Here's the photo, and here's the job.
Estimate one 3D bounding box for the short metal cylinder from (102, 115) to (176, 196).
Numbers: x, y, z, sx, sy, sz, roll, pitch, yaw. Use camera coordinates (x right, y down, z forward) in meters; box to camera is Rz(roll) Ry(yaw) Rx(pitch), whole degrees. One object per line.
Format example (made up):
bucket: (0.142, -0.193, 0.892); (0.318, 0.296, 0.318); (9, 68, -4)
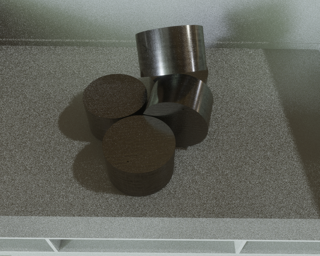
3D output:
short metal cylinder: (-0.023, 0.031, 0.359); (0.081, 0.050, 0.080); (0, 50, 0)

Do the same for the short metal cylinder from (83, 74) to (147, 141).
short metal cylinder: (-0.056, -0.026, 0.407); (0.081, 0.050, 0.080); (0, 50, 0)

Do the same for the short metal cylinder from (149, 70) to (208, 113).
short metal cylinder: (0.025, -0.062, 0.439); (0.081, 0.050, 0.080); (0, 50, 0)

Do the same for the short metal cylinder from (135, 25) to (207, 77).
short metal cylinder: (0.014, -0.091, 0.372); (0.080, 0.050, 0.080); (-7, 10, 1)

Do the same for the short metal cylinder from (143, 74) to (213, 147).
short metal cylinder: (0.023, -0.021, 0.386); (0.080, 0.080, 0.050); (10, 51, 8)
